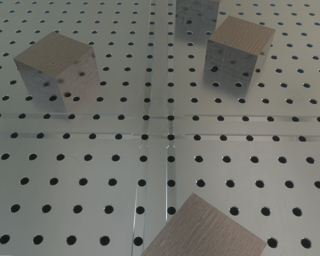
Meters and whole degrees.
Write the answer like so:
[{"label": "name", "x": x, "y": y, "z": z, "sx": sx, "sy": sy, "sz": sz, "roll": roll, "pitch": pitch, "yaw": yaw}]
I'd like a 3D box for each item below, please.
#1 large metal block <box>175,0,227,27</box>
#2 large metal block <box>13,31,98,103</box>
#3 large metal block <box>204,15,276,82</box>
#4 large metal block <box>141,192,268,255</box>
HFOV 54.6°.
[{"label": "large metal block", "x": 0.082, "y": -0.245, "z": 0.598, "sx": 0.080, "sy": 0.050, "sz": 0.080, "roll": 16, "pitch": 52, "yaw": 13}, {"label": "large metal block", "x": -0.154, "y": -0.094, "z": 0.470, "sx": 0.080, "sy": 0.050, "sz": 0.080, "roll": 25, "pitch": 54, "yaw": 19}, {"label": "large metal block", "x": 0.129, "y": -0.130, "z": 0.502, "sx": 0.080, "sy": 0.050, "sz": 0.080, "roll": 25, "pitch": 54, "yaw": 20}, {"label": "large metal block", "x": 0.039, "y": 0.122, "z": 0.289, "sx": 0.080, "sy": 0.050, "sz": 0.080, "roll": 32, "pitch": 57, "yaw": 24}]
